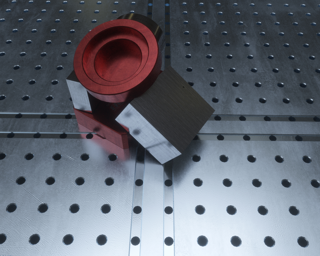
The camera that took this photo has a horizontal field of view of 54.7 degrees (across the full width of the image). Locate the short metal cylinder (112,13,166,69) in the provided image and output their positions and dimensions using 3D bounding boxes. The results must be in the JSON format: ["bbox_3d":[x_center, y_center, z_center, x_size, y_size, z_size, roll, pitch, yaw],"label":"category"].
[{"bbox_3d":[-0.037,-0.106,0.421,0.080,0.080,0.050,10,51,8],"label":"short metal cylinder"}]

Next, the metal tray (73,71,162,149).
[{"bbox_3d":[-0.044,-0.040,0.438,0.090,0.030,0.131,28,55,21],"label":"metal tray"}]

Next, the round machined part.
[{"bbox_3d":[-0.046,-0.074,0.361,0.098,0.042,0.098,-4,70,10],"label":"round machined part"}]

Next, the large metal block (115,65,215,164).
[{"bbox_3d":[0.007,-0.016,0.381,0.080,0.050,0.080,44,57,-5],"label":"large metal block"}]

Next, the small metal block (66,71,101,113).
[{"bbox_3d":[-0.091,-0.057,0.397,0.025,0.050,0.050,15,52,12],"label":"small metal block"}]
